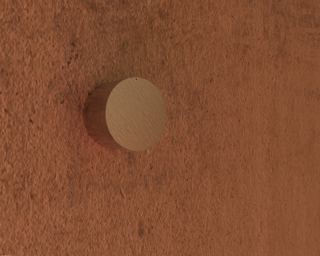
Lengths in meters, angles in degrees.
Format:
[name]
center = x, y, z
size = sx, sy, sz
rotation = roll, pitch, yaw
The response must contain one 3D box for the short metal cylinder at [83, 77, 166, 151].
[short metal cylinder]
center = -0.039, -0.015, 0.354
size = 0.081, 0.050, 0.080
rotation = 0, 90, -40
